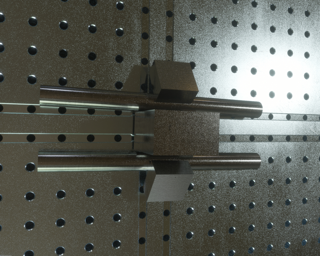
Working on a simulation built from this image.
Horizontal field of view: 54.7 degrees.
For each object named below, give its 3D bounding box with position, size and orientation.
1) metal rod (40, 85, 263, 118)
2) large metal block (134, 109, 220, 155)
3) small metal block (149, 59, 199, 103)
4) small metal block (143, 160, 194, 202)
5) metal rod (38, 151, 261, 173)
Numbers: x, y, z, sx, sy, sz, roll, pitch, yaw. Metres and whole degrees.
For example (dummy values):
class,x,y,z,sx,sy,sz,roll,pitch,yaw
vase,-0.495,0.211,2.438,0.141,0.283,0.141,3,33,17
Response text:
class,x,y,z,sx,sy,sz,roll,pitch,yaw
metal rod,0.004,-0.032,0.409,0.302,0.025,0.025,2,90,-20
large metal block,0.018,0.006,0.385,0.081,0.080,0.050,2,90,-20
small metal block,0.017,-0.060,0.403,0.050,0.025,0.050,1,55,-20
small metal block,0.010,0.068,0.400,0.050,0.025,0.050,3,127,-21
metal rod,0.001,0.044,0.410,0.302,0.025,0.025,2,90,-20
